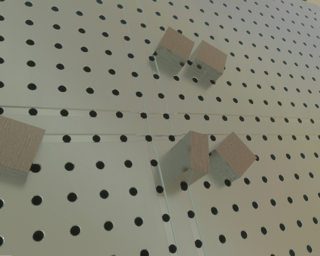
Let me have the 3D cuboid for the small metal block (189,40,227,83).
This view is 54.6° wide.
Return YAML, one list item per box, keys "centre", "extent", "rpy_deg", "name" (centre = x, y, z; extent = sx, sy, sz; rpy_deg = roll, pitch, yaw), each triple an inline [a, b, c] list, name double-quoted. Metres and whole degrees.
- centre: [0.081, -0.112, 0.519]
  extent: [0.050, 0.025, 0.050]
  rpy_deg: [28, 52, -11]
  name: "small metal block"

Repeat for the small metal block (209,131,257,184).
- centre: [0.100, 0.041, 0.437]
  extent: [0.050, 0.025, 0.050]
  rpy_deg: [49, 51, 6]
  name: "small metal block"

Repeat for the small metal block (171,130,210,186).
- centre: [0.037, 0.039, 0.388]
  extent: [0.025, 0.050, 0.050]
  rpy_deg: [16, 55, -19]
  name: "small metal block"

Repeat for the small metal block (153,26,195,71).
- centre: [0.023, -0.128, 0.498]
  extent: [0.050, 0.025, 0.050]
  rpy_deg: [30, 52, -9]
  name: "small metal block"

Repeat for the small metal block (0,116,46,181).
- centre: [-0.151, 0.020, 0.314]
  extent: [0.050, 0.025, 0.050]
  rpy_deg: [20, 54, -16]
  name: "small metal block"
